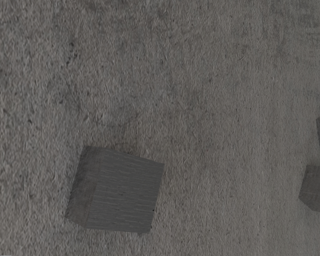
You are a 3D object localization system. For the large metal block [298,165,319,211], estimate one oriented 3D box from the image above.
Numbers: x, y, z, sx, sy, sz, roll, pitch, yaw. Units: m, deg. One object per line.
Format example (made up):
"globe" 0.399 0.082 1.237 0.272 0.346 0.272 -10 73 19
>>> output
"large metal block" 0.359 0.138 0.689 0.080 0.050 0.080 37 68 -34

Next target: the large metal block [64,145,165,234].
"large metal block" -0.049 0.069 0.347 0.080 0.050 0.080 21 77 -38

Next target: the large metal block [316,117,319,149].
"large metal block" 0.421 0.006 0.741 0.081 0.050 0.080 -22 104 -38
